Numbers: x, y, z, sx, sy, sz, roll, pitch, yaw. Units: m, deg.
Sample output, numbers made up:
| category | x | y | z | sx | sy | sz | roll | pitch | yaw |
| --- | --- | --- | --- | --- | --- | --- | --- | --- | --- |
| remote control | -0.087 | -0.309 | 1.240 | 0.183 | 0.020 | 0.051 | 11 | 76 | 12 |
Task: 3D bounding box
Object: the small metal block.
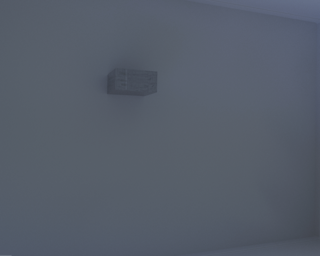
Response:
| category | x | y | z | sx | sy | sz | roll | pitch | yaw |
| --- | --- | --- | --- | --- | --- | --- | --- | --- | --- |
| small metal block | -0.036 | -0.055 | 0.384 | 0.050 | 0.050 | 0.025 | 1 | 90 | -20 |
